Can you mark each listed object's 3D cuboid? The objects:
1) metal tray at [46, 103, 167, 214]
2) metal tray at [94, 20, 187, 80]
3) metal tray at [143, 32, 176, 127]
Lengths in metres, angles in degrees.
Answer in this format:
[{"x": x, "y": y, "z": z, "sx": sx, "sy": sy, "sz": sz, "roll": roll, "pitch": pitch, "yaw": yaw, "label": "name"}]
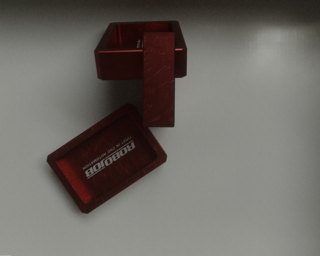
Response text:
[{"x": -0.067, "y": 0.039, "z": 0.408, "sx": 0.130, "sy": 0.030, "sz": 0.090, "roll": -34, "pitch": 90, "yaw": 0, "label": "metal tray"}, {"x": -0.019, "y": -0.095, "z": 0.360, "sx": 0.091, "sy": 0.130, "sz": 0.030, "roll": -2, "pitch": 121, "yaw": 0, "label": "metal tray"}, {"x": 0.000, "y": -0.053, "z": 0.354, "sx": 0.030, "sy": 0.130, "sz": 0.089, "roll": 0, "pitch": 97, "yaw": 1, "label": "metal tray"}]
